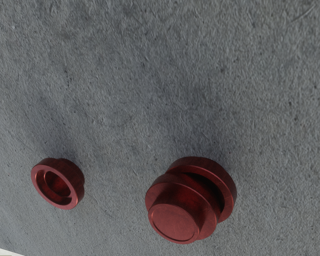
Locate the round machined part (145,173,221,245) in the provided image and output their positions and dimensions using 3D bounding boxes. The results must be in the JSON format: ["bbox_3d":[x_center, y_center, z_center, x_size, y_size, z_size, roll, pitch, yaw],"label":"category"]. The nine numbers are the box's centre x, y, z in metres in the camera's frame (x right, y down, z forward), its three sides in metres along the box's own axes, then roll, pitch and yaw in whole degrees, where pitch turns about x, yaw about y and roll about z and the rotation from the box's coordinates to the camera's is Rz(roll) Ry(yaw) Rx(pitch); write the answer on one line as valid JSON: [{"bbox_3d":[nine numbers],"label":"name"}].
[{"bbox_3d":[0.024,0.109,0.396,0.098,0.042,0.097,13,124,21],"label":"round machined part"}]

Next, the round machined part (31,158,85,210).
[{"bbox_3d":[-0.173,0.092,0.544,0.098,0.042,0.097,13,124,21],"label":"round machined part"}]

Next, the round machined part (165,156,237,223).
[{"bbox_3d":[0.054,0.078,0.416,0.098,0.042,0.097,13,124,21],"label":"round machined part"}]
